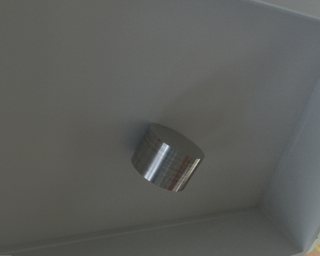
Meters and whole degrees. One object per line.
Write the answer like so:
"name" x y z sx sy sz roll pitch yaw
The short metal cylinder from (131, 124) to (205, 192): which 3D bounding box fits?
"short metal cylinder" 0.010 0.037 0.401 0.080 0.080 0.050 19 108 -36
